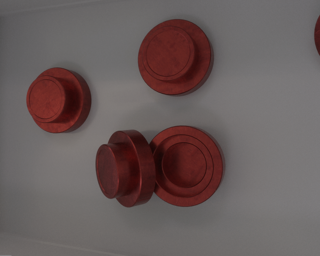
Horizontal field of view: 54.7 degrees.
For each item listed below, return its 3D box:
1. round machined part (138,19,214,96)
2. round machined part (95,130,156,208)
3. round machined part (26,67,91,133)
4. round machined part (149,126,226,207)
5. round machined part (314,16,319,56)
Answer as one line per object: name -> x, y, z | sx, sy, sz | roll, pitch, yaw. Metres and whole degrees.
round machined part -> 0.016, -0.091, 0.396 | 0.098, 0.042, 0.097 | 0, 90, 20
round machined part -> -0.049, 0.052, 0.393 | 0.098, 0.042, 0.097 | 11, 104, 55
round machined part -> -0.155, -0.041, 0.456 | 0.098, 0.042, 0.097 | 0, 90, 20
round machined part -> 0.033, 0.046, 0.390 | 0.098, 0.042, 0.097 | 0, 90, 20
round machined part -> 0.212, -0.095, 0.307 | 0.042, 0.098, 0.098 | -38, 76, -20
